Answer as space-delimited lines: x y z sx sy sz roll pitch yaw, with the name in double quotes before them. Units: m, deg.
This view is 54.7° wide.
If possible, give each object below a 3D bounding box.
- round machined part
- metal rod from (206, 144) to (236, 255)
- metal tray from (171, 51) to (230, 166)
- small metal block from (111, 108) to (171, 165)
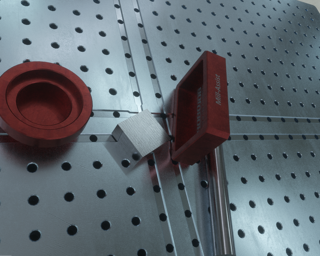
"round machined part" -0.128 -0.022 0.342 0.099 0.042 0.098 14 56 -21
"metal rod" 0.075 0.021 0.437 0.025 0.025 0.299 13 56 -21
"metal tray" 0.052 -0.027 0.412 0.030 0.090 0.130 18 55 -19
"small metal block" -0.023 0.010 0.391 0.050 0.025 0.050 -31 79 -38
